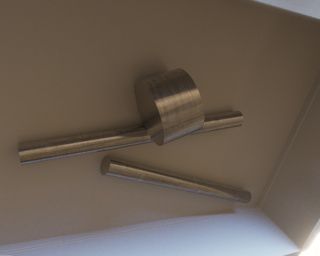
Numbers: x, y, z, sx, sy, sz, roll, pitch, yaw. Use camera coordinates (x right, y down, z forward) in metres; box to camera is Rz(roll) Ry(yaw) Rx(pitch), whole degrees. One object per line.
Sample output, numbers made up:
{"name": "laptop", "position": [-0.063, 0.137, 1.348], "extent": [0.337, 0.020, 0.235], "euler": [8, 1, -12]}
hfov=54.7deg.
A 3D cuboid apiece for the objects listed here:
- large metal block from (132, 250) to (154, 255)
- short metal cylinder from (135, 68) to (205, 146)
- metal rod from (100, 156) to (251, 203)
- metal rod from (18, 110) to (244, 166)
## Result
{"name": "large metal block", "position": [-0.047, 0.270, 0.538], "extent": [0.081, 0.050, 0.079], "euler": [-6, 121, -26]}
{"name": "short metal cylinder", "position": [0.009, -0.025, 0.364], "extent": [0.050, 0.080, 0.079], "euler": [-20, 127, -17]}
{"name": "metal rod", "position": [0.045, 0.089, 0.489], "extent": [0.302, 0.025, 0.025], "euler": [19, 108, -36]}
{"name": "metal rod", "position": [-0.019, 0.008, 0.404], "extent": [0.303, 0.025, 0.025], "euler": [-9, 123, -24]}
